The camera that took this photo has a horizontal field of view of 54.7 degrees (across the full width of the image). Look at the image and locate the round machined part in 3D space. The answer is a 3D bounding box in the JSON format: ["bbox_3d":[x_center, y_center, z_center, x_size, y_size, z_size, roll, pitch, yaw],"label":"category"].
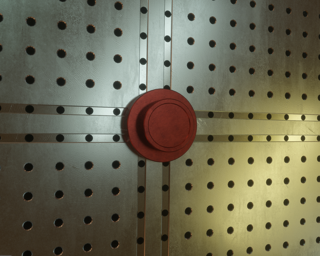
[{"bbox_3d":[0.005,-0.003,0.406,0.099,0.042,0.097,0,90,-21],"label":"round machined part"}]
